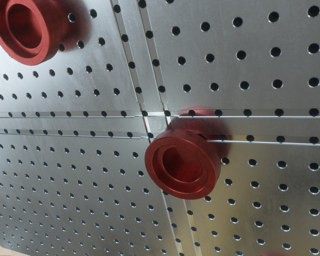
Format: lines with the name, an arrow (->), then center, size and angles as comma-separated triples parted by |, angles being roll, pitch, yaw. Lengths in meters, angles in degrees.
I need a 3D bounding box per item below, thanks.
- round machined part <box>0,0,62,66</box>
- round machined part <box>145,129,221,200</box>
round machined part -> -0.170, -0.135, 0.407 | 0.098, 0.042, 0.097 | 13, 124, 21
round machined part -> 0.033, 0.044, 0.410 | 0.098, 0.042, 0.097 | 13, 124, 21
